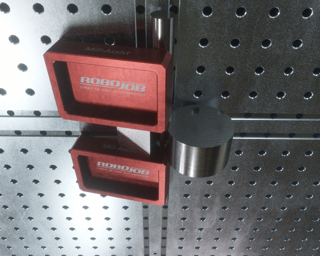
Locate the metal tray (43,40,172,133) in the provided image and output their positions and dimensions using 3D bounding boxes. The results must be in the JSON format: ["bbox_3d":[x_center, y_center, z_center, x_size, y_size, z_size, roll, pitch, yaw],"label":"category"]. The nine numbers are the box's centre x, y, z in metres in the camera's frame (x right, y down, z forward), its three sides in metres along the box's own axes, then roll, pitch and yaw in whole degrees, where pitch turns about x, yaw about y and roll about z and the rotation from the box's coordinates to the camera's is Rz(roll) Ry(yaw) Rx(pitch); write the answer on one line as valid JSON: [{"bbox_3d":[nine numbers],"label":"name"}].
[{"bbox_3d":[-0.054,-0.045,0.346,0.131,0.030,0.089,8,131,9],"label":"metal tray"}]

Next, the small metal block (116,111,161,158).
[{"bbox_3d":[-0.027,0.004,0.396,0.050,0.025,0.050,22,135,23],"label":"small metal block"}]

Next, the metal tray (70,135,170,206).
[{"bbox_3d":[-0.053,0.061,0.437,0.131,0.030,0.089,8,131,9],"label":"metal tray"}]

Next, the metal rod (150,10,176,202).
[{"bbox_3d":[0.002,0.000,0.406,0.025,0.025,0.298,0,130,0],"label":"metal rod"}]

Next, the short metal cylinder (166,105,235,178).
[{"bbox_3d":[0.048,0.015,0.384,0.081,0.080,0.050,0,130,0],"label":"short metal cylinder"}]
